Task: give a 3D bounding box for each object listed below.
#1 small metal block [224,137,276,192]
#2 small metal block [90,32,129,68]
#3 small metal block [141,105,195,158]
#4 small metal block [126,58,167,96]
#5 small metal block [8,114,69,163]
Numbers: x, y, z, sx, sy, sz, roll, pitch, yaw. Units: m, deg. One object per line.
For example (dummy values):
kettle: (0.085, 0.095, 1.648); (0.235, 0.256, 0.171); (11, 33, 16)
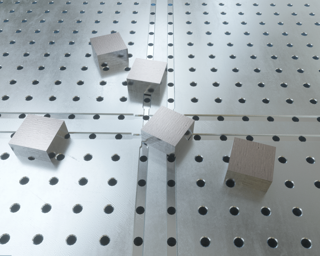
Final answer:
small metal block: (0.108, 0.043, 0.372); (0.050, 0.025, 0.050); (14, 51, 11)
small metal block: (-0.085, -0.131, 0.518); (0.050, 0.025, 0.050); (-17, 52, -14)
small metal block: (0.010, 0.004, 0.405); (0.050, 0.025, 0.050); (26, 55, 20)
small metal block: (-0.019, -0.079, 0.474); (0.050, 0.025, 0.050); (10, 51, 8)
small metal block: (-0.154, 0.012, 0.397); (0.050, 0.025, 0.050); (10, 51, 8)
